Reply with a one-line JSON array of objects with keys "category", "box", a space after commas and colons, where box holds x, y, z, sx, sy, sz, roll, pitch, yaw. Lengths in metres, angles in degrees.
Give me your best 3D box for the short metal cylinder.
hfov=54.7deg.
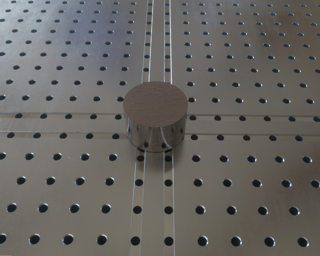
[{"category": "short metal cylinder", "box": [-0.006, -0.015, 0.404, 0.081, 0.050, 0.080, 0, 50, 0]}]
